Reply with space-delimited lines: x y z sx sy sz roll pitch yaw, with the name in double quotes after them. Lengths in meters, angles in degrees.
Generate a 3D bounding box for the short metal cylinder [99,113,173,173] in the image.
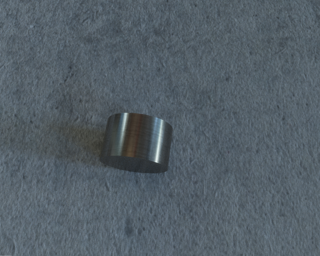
-0.027 0.021 0.371 0.080 0.080 0.050 7 70 2 "short metal cylinder"
